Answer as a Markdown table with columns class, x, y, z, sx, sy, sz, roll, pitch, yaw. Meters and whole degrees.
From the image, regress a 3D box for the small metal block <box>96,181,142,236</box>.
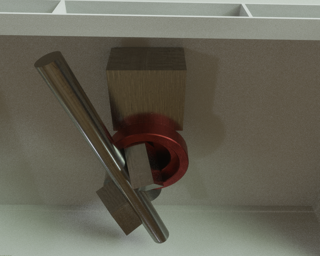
| class | x | y | z | sx | sy | sz | roll | pitch | yaw |
| --- | --- | --- | --- | --- | --- | --- | --- | --- | --- |
| small metal block | -0.055 | 0.106 | 0.412 | 0.025 | 0.050 | 0.050 | -35 | 129 | -15 |

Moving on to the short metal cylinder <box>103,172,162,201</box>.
| class | x | y | z | sx | sy | sz | roll | pitch | yaw |
| --- | --- | --- | --- | --- | --- | --- | --- | --- | --- |
| short metal cylinder | -0.038 | 0.067 | 0.448 | 0.081 | 0.050 | 0.079 | 0 | 130 | 0 |

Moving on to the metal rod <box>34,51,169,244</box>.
| class | x | y | z | sx | sy | sz | roll | pitch | yaw |
| --- | --- | --- | --- | --- | --- | --- | --- | --- | --- |
| metal rod | -0.047 | 0.048 | 0.356 | 0.025 | 0.025 | 0.299 | -15 | 129 | 12 |

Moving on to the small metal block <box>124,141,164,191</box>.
| class | x | y | z | sx | sy | sz | roll | pitch | yaw |
| --- | --- | --- | --- | --- | --- | --- | --- | --- | --- |
| small metal block | -0.018 | 0.046 | 0.367 | 0.025 | 0.050 | 0.050 | -17 | 163 | 9 |

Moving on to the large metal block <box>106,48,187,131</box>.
| class | x | y | z | sx | sy | sz | roll | pitch | yaw |
| --- | --- | --- | --- | --- | --- | --- | --- | --- | --- |
| large metal block | -0.014 | -0.043 | 0.352 | 0.081 | 0.050 | 0.079 | 0 | 130 | -1 |

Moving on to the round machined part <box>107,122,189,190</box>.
| class | x | y | z | sx | sy | sz | roll | pitch | yaw |
| --- | --- | --- | --- | --- | --- | --- | --- | --- | --- |
| round machined part | -0.015 | 0.030 | 0.383 | 0.099 | 0.042 | 0.097 | -1 | 130 | 0 |
